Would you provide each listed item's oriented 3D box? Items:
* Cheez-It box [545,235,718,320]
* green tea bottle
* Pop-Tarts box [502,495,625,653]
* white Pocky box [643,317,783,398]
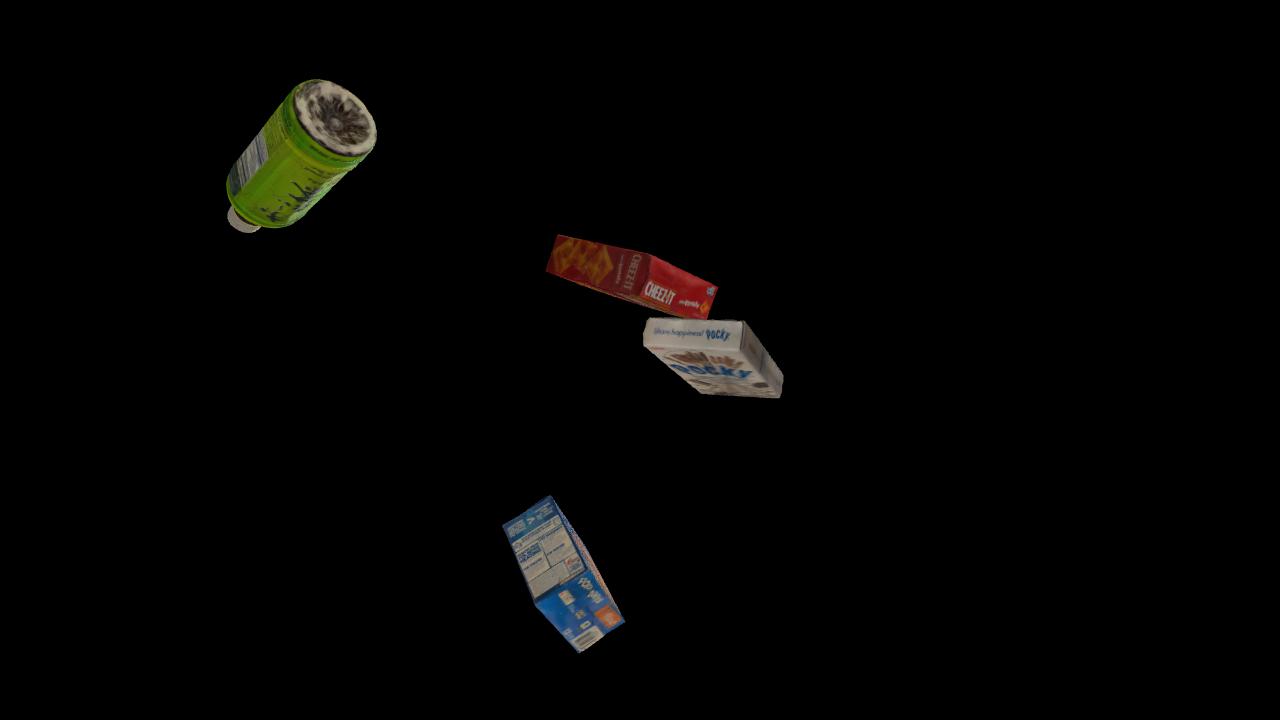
[{"bbox_3d":[-0.014,-0.128,0.962,0.223,0.071,0.166,22,5,42],"label":"Cheez-It box"},{"bbox_3d":[-0.321,-0.169,0.556,0.212,0.073,0.073,-16,-10,37],"label":"green tea bottle"},{"bbox_3d":[-0.106,0.303,0.869,0.083,0.167,0.141,-30,43,-11],"label":"Pop-Tarts box"},{"bbox_3d":[0.070,0.001,0.542,0.084,0.028,0.154,3,-16,25],"label":"white Pocky box"}]
